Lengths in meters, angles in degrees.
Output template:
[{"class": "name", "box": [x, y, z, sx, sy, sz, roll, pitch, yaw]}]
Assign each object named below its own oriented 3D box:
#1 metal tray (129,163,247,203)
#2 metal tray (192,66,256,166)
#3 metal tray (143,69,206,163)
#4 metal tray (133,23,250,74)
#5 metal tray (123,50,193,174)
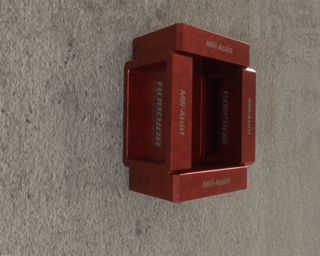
[{"class": "metal tray", "box": [0.038, 0.064, 0.397, 0.131, 0.090, 0.030, 1, 90, -40]}, {"class": "metal tray", "box": [0.088, -0.015, 0.439, 0.030, 0.090, 0.129, 1, 89, -40]}, {"class": "metal tray", "box": [0.021, -0.017, 0.423, 0.091, 0.030, 0.129, 1, 89, -40]}, {"class": "metal tray", "box": [0.042, -0.096, 0.400, 0.131, 0.090, 0.030, 1, 90, -40]}, {"class": "metal tray", "box": [-0.005, -0.017, 0.360, 0.030, 0.090, 0.129, 1, 89, -40]}]
